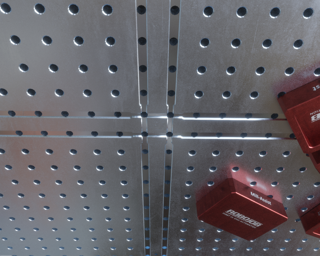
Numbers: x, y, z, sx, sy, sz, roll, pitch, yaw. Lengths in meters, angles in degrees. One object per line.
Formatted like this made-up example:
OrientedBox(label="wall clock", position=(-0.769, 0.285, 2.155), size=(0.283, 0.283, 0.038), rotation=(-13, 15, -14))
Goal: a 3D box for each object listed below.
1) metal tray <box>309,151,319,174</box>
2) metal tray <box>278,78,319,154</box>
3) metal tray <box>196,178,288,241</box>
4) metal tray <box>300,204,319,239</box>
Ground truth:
OrientedBox(label="metal tray", position=(0.296, 0.039, 0.444), size=(0.130, 0.030, 0.090), rotation=(-32, 123, 24))
OrientedBox(label="metal tray", position=(0.228, -0.027, 0.386), size=(0.130, 0.030, 0.090), rotation=(-26, 126, 20))
OrientedBox(label="metal tray", position=(0.139, 0.143, 0.531), size=(0.131, 0.030, 0.090), rotation=(28, 125, -22))
OrientedBox(label="metal tray", position=(0.325, 0.150, 0.537), size=(0.090, 0.030, 0.129), rotation=(22, 127, -18))
